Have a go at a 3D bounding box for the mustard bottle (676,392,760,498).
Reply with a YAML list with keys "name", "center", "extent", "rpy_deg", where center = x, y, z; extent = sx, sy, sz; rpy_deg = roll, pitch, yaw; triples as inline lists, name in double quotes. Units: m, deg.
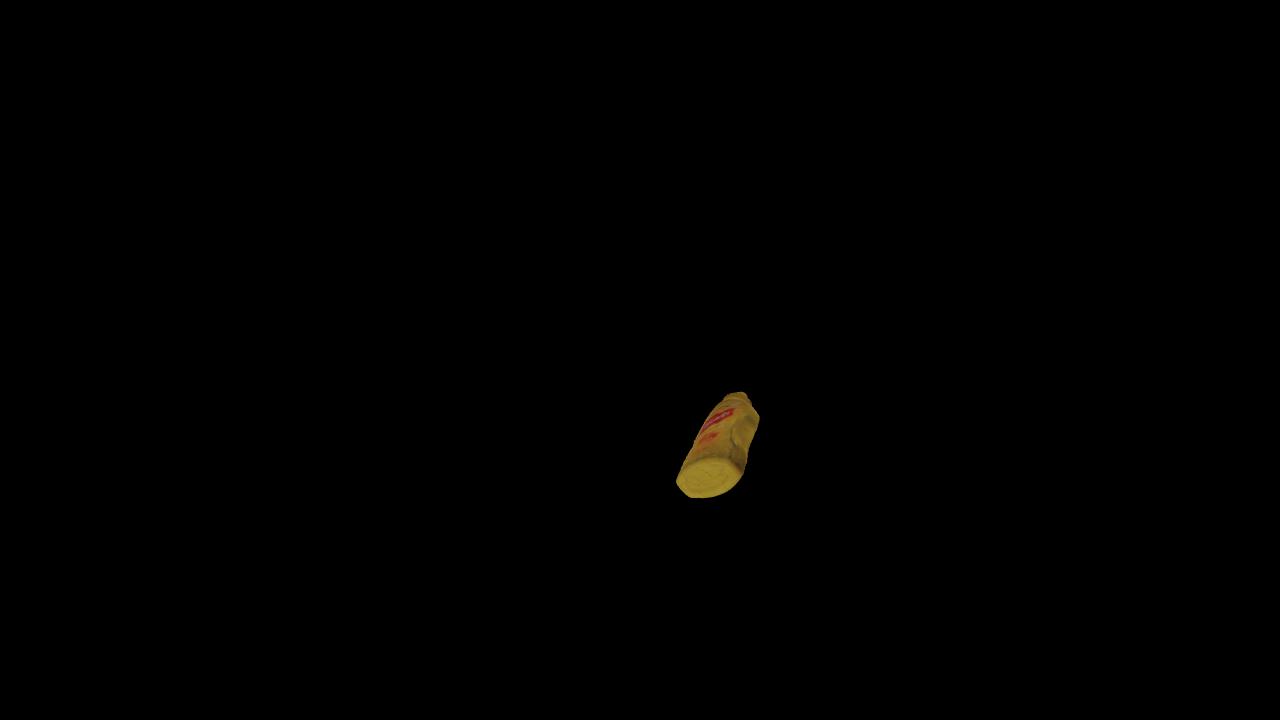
- name: "mustard bottle"
  center: [0.112, 0.097, 0.801]
  extent: [0.092, 0.054, 0.184]
  rpy_deg: [-39, 10, 37]
